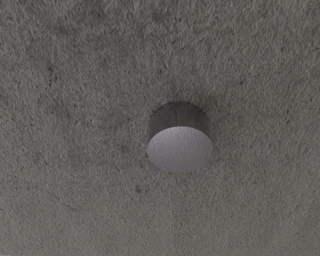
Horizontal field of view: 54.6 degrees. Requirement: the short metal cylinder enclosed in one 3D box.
[{"bbox_3d":[0.025,0.012,0.401,0.080,0.050,0.080,0,130,0],"label":"short metal cylinder"}]
